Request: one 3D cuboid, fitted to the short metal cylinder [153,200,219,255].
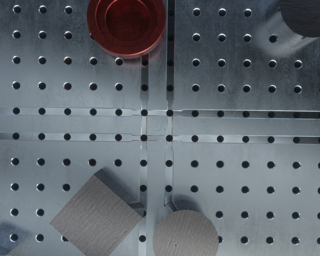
[{"bbox_3d":[0.031,0.139,0.401,0.081,0.050,0.080,0,90,0],"label":"short metal cylinder"}]

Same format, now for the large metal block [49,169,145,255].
[{"bbox_3d":[-0.078,0.112,0.400,0.080,0.050,0.080,42,90,0],"label":"large metal block"}]

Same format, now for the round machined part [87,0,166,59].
[{"bbox_3d":[-0.041,-0.139,0.404,0.099,0.042,0.097,0,90,0],"label":"round machined part"}]

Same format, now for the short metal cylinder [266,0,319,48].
[{"bbox_3d":[0.186,-0.150,0.402,0.081,0.050,0.080,0,90,0],"label":"short metal cylinder"}]

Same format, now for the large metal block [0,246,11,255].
[{"bbox_3d":[-0.243,0.195,0.384,0.050,0.080,0.080,24,90,0],"label":"large metal block"}]
